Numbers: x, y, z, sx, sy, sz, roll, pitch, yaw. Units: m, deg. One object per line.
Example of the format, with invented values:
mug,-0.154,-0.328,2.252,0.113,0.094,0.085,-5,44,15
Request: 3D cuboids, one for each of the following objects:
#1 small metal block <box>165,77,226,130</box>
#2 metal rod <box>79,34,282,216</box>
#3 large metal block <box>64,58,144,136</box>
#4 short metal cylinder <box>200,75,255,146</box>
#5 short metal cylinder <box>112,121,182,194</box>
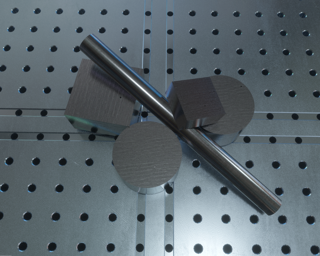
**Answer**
small metal block,0.040,-0.029,0.358,0.050,0.025,0.050,-11,69,-23
metal rod,0.025,-0.003,0.372,0.300,0.025,0.025,41,75,-1
large metal block,-0.068,-0.037,0.406,0.080,0.050,0.080,10,70,3
short metal cylinder,0.076,-0.021,0.403,0.081,0.050,0.080,0,70,0
short metal cylinder,-0.015,0.038,0.381,0.081,0.050,0.080,0,70,0
